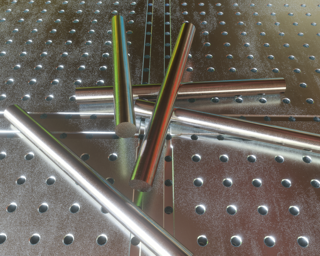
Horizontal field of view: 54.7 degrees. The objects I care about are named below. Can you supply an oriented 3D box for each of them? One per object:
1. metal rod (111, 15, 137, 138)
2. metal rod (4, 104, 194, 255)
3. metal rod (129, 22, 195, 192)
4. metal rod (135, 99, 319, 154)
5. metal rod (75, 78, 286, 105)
[{"bbox_3d":[-0.058,-0.097,0.462,0.025,0.025,0.300,-5,42,-5],"label":"metal rod"},{"bbox_3d":[-0.088,0.055,0.360,0.300,0.025,0.025,34,58,25],"label":"metal rod"},{"bbox_3d":[0.013,-0.051,0.416,0.025,0.025,0.300,10,51,8],"label":"metal rod"},{"bbox_3d":[0.112,0.002,0.407,0.301,0.025,0.025,12,51,9],"label":"metal rod"},{"bbox_3d":[0.032,-0.054,0.453,0.302,0.025,0.025,-3,50,-3],"label":"metal rod"}]
